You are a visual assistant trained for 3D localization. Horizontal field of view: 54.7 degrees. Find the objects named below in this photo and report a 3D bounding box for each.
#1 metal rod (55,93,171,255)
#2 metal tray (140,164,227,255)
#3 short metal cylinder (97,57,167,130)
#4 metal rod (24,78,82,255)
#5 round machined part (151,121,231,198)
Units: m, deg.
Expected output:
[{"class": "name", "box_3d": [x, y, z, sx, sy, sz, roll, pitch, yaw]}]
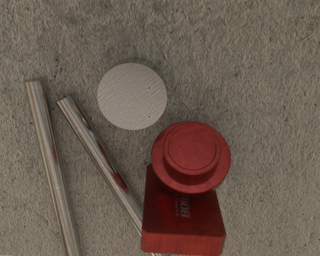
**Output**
[{"class": "metal rod", "box_3d": [-0.056, 0.087, 0.441, 0.025, 0.025, 0.299, -25, 109, 8]}, {"class": "metal tray", "box_3d": [0.025, 0.096, 0.388, 0.091, 0.130, 0.030, 4, 117, -2]}, {"class": "short metal cylinder", "box_3d": [-0.032, -0.044, 0.380, 0.081, 0.050, 0.079, 0, 110, 0]}, {"class": "metal rod", "box_3d": [-0.145, 0.079, 0.437, 0.025, 0.025, 0.298, -4, 110, 1]}, {"class": "round machined part", "box_3d": [0.038, 0.033, 0.382, 0.099, 0.098, 0.042, -1, 151, 0]}]
